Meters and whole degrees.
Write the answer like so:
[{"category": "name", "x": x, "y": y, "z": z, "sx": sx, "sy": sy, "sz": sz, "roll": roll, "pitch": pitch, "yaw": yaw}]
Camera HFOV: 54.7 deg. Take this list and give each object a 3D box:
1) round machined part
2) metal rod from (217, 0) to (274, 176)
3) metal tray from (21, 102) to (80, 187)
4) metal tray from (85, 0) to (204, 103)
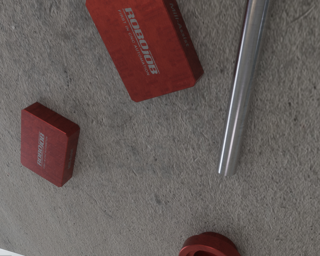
[{"category": "round machined part", "x": 0.082, "y": 0.200, "z": 0.476, "sx": 0.098, "sy": 0.042, "sz": 0.097, "roll": 13, "pitch": 124, "yaw": 21}, {"category": "metal rod", "x": 0.090, "y": -0.072, "z": 0.314, "sx": 0.025, "sy": 0.025, "sz": 0.298, "roll": 15, "pitch": 125, "yaw": 19}, {"category": "metal tray", "x": -0.188, "y": 0.031, "z": 0.522, "sx": 0.090, "sy": 0.030, "sz": 0.129, "roll": 28, "pitch": 128, "yaw": 10}, {"category": "metal tray", "x": -0.016, "y": -0.101, "z": 0.350, "sx": 0.090, "sy": 0.030, "sz": 0.129, "roll": -12, "pitch": 112, "yaw": 33}]
